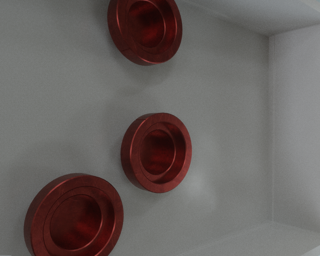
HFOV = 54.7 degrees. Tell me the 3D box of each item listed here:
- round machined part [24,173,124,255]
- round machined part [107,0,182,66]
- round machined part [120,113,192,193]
[{"bbox_3d":[-0.090,0.095,0.322,0.099,0.042,0.097,0,90,-40],"label":"round machined part"},{"bbox_3d":[-0.022,-0.125,0.378,0.099,0.042,0.097,0,90,-40],"label":"round machined part"},{"bbox_3d":[-0.009,0.030,0.390,0.099,0.042,0.097,0,90,-40],"label":"round machined part"}]
